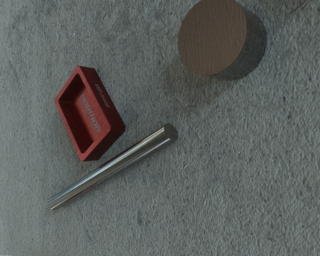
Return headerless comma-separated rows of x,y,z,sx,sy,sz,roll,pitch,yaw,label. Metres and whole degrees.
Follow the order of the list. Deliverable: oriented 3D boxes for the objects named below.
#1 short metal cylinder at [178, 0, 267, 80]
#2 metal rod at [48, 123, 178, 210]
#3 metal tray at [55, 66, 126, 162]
0.067,-0.094,0.334,0.080,0.050,0.080,0,90,40,short metal cylinder
-0.089,0.071,0.478,0.299,0.025,0.025,-33,70,35,metal rod
-0.116,-0.023,0.497,0.090,0.030,0.130,-45,63,30,metal tray
